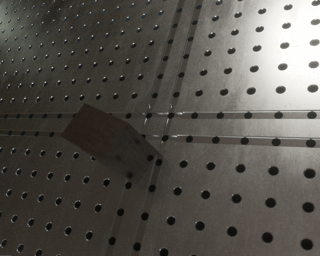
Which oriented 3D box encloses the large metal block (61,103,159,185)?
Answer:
[{"bbox_3d":[-0.062,0.020,0.391,0.080,0.080,0.050,23,74,36],"label":"large metal block"}]
